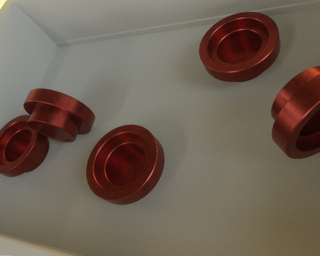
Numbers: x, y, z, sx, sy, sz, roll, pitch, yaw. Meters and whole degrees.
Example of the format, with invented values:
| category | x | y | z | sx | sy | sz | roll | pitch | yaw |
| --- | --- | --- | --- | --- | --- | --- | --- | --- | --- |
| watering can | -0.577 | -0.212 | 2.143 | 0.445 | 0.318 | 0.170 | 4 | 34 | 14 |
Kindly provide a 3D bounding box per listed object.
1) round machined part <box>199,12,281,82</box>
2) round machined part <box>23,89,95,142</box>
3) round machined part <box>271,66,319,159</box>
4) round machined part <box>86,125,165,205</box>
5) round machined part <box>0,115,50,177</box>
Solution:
| category | x | y | z | sx | sy | sz | roll | pitch | yaw |
| --- | --- | --- | --- | --- | --- | --- | --- | --- | --- |
| round machined part | 0.104 | -0.099 | 0.401 | 0.098 | 0.042 | 0.098 | -13 | 56 | 21 |
| round machined part | -0.147 | -0.012 | 0.444 | 0.098 | 0.098 | 0.042 | 2 | 63 | 29 |
| round machined part | 0.147 | -0.019 | 0.293 | 0.098 | 0.098 | 0.042 | -36 | 51 | 5 |
| round machined part | -0.039 | 0.048 | 0.386 | 0.098 | 0.042 | 0.098 | -13 | 56 | 21 |
| round machined part | -0.216 | 0.031 | 0.489 | 0.098 | 0.042 | 0.098 | -13 | 56 | 21 |
